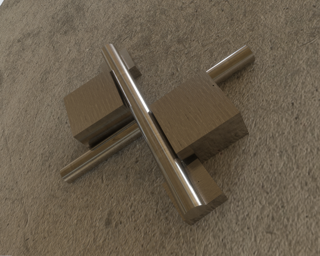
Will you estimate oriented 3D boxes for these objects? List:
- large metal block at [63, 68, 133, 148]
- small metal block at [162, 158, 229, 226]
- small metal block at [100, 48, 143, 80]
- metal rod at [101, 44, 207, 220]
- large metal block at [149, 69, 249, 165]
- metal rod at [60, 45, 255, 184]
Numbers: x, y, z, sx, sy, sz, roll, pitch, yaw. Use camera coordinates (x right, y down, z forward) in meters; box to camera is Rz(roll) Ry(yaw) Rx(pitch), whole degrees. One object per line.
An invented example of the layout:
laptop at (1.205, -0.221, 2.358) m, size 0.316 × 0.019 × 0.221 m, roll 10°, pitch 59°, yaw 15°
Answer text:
large metal block at (-0.084, -0.026, 0.447) m, size 0.080 × 0.050 × 0.080 m, roll -32°, pitch 52°, yaw 7°
small metal block at (0.038, 0.071, 0.343) m, size 0.050 × 0.025 × 0.050 m, roll -37°, pitch 51°, yaw 3°
small metal block at (-0.063, -0.093, 0.496) m, size 0.050 × 0.025 × 0.050 m, roll -32°, pitch 52°, yaw 7°
metal rod at (-0.023, -0.020, 0.396) m, size 0.025 × 0.025 × 0.300 m, roll -34°, pitch 51°, yaw 6°
large metal block at (0.046, -0.010, 0.371) m, size 0.080 × 0.050 × 0.080 m, roll -34°, pitch 51°, yaw 6°
metal rod at (-0.007, -0.015, 0.419) m, size 0.300 × 0.025 × 0.025 m, roll -34°, pitch 52°, yaw 6°
